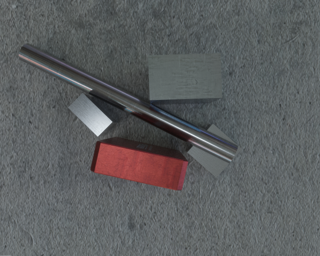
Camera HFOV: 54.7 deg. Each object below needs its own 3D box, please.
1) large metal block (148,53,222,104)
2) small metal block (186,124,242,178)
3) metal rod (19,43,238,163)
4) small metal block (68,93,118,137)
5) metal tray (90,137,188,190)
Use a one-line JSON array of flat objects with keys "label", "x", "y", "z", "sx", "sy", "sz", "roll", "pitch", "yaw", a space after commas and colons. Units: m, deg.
[{"label": "large metal block", "x": 0.028, "y": -0.057, "z": 0.383, "sx": 0.081, "sy": 0.080, "sz": 0.050, "roll": -2, "pitch": 90, "yaw": -1}, {"label": "small metal block", "x": 0.071, "y": 0.029, "z": 0.413, "sx": 0.050, "sy": 0.025, "sz": 0.050, "roll": 41, "pitch": 90, "yaw": -1}, {"label": "metal rod", "x": -0.043, "y": -0.034, "z": 0.397, "sx": 0.301, "sy": 0.025, "sz": 0.025, "roll": 26, "pitch": 90, "yaw": 5}, {"label": "small metal block", "x": -0.084, "y": -0.016, "z": 0.397, "sx": 0.050, "sy": 0.050, "sz": 0.025, "roll": 44, "pitch": 90, "yaw": -1}, {"label": "metal tray", "x": -0.020, "y": 0.036, "z": 0.359, "sx": 0.091, "sy": 0.130, "sz": 0.030, "roll": 12, "pitch": 90, "yaw": 0}]
